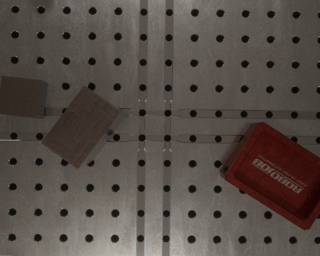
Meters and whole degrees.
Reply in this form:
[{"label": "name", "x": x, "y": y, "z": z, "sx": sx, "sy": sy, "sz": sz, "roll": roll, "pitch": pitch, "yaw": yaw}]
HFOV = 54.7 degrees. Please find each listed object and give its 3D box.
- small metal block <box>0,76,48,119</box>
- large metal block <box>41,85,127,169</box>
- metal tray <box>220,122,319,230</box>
[{"label": "small metal block", "x": -0.181, "y": -0.040, "z": 0.411, "sx": 0.050, "sy": 0.025, "sz": 0.050, "roll": 6, "pitch": 90, "yaw": -1}, {"label": "large metal block", "x": -0.088, "y": -0.001, "z": 0.385, "sx": 0.050, "sy": 0.080, "sz": 0.080, "roll": 36, "pitch": 90, "yaw": -1}, {"label": "metal tray", "x": 0.160, "y": 0.062, "z": 0.413, "sx": 0.130, "sy": 0.030, "sz": 0.090, "roll": 33, "pitch": 90, "yaw": -1}]
